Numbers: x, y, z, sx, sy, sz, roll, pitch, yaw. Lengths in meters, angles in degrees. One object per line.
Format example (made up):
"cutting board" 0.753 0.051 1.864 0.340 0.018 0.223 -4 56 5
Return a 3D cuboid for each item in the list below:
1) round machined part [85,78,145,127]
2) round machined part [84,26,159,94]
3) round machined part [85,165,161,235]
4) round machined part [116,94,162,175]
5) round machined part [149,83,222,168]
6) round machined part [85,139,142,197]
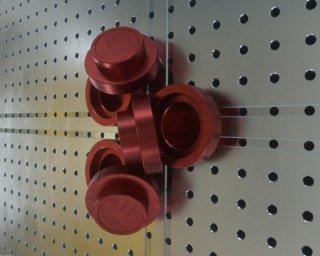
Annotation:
"round machined part" -0.061 -0.051 0.449 0.098 0.042 0.097 0 90 40
"round machined part" -0.051 -0.094 0.406 0.098 0.042 0.098 -4 56 6
"round machined part" -0.049 0.099 0.402 0.099 0.042 0.097 1 117 1
"round machined part" -0.027 0.010 0.382 0.042 0.098 0.098 -10 81 -3
"round machined part" 0.031 -0.003 0.373 0.098 0.042 0.097 0 90 40
"round machined part" -0.062 0.065 0.450 0.098 0.042 0.097 0 90 40
